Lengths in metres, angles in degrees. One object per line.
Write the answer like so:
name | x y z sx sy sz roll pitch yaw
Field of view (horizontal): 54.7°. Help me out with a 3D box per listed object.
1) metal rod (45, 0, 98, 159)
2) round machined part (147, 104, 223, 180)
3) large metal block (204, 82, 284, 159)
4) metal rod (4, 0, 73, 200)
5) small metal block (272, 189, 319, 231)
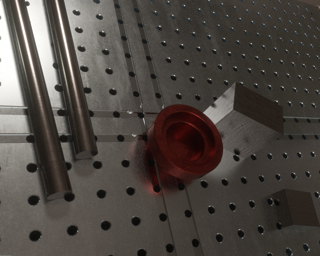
metal rod | -0.124 -0.102 0.404 0.025 0.025 0.299 -4 64 -30
round machined part | 0.029 0.021 0.401 0.099 0.042 0.098 14 56 -21
large metal block | 0.115 -0.008 0.442 0.080 0.080 0.050 25 53 -14
metal rod | -0.151 -0.063 0.365 0.025 0.025 0.299 -7 66 -32
small metal block | 0.194 0.118 0.444 0.050 0.025 0.050 12 57 -22
